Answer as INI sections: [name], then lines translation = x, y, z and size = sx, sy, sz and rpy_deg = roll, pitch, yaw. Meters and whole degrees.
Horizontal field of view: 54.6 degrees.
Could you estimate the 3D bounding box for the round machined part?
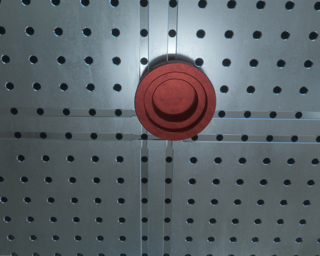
[round machined part]
translation = 0.018, -0.037, 0.391
size = 0.099, 0.042, 0.097
rpy_deg = 0, 110, 0
